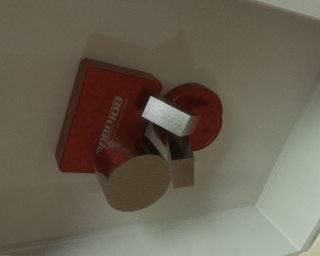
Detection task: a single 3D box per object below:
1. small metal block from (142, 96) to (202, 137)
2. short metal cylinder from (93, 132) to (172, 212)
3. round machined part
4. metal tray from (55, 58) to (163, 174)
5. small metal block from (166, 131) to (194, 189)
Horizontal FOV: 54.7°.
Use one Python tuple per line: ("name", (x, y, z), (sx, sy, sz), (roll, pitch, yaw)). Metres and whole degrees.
("small metal block", (0.015, -0.014, 0.358), (0.025, 0.050, 0.050), (-65, 163, 12))
("short metal cylinder", (-0.033, 0.051, 0.367), (0.081, 0.050, 0.079), (-14, 125, -21))
("round machined part", (0.044, -0.008, 0.416), (0.099, 0.042, 0.097), (-14, 125, -21))
("metal tray", (-0.061, -0.007, 0.364), (0.091, 0.030, 0.129), (8, 114, -32))
("small metal block", (0.024, 0.037, 0.378), (0.025, 0.050, 0.050), (-7, 130, -3))
